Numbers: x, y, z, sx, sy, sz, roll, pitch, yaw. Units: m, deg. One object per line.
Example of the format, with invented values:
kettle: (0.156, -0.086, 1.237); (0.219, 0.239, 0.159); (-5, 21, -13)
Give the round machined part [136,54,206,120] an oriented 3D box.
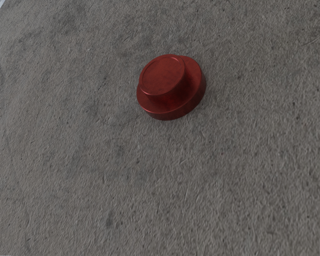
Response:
round machined part: (0.010, -0.063, 0.427); (0.098, 0.042, 0.098); (-13, 56, 21)
